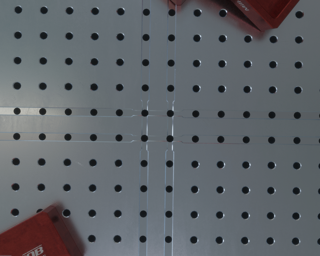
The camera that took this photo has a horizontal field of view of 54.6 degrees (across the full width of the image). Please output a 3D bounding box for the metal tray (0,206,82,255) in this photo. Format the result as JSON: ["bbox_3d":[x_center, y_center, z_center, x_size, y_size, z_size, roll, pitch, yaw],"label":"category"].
[{"bbox_3d":[-0.182,0.174,0.410,0.130,0.030,0.090,-29,90,0],"label":"metal tray"}]

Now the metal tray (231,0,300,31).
[{"bbox_3d":[0.124,-0.200,0.393,0.130,0.030,0.090,38,91,-16],"label":"metal tray"}]

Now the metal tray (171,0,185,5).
[{"bbox_3d":[0.037,-0.243,0.410,0.090,0.030,0.130,43,90,0],"label":"metal tray"}]
